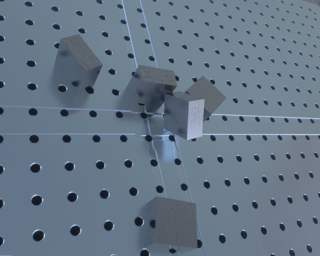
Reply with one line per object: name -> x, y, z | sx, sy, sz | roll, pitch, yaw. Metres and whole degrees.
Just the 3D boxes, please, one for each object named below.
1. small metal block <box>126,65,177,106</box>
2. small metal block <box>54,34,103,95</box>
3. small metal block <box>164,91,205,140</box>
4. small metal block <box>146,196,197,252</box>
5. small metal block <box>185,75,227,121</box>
small metal block -> -0.012, -0.056, 0.419 | 0.050, 0.050, 0.025 | 5, 60, -26
small metal block -> -0.102, -0.078, 0.384 | 0.025, 0.050, 0.050 | -31, 79, -38
small metal block -> 0.030, -0.017, 0.405 | 0.025, 0.050, 0.050 | -12, 23, -33
small metal block -> 0.013, 0.109, 0.349 | 0.050, 0.025, 0.050 | 15, 56, -20
small metal block -> 0.065, -0.044, 0.469 | 0.050, 0.025, 0.050 | 44, 51, 2
